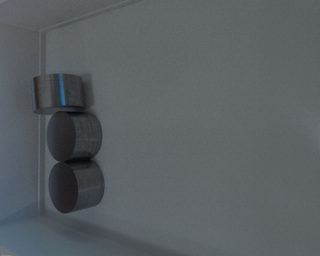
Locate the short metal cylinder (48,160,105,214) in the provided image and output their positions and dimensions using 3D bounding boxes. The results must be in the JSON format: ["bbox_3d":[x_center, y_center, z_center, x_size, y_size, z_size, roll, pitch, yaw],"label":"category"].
[{"bbox_3d":[-0.135,0.092,0.499,0.080,0.050,0.079,0,90,39],"label":"short metal cylinder"}]

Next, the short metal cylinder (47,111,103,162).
[{"bbox_3d":[-0.139,0.013,0.502,0.080,0.050,0.079,0,90,39],"label":"short metal cylinder"}]

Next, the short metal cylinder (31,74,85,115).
[{"bbox_3d":[-0.165,-0.053,0.504,0.080,0.081,0.050,-11,83,39],"label":"short metal cylinder"}]
